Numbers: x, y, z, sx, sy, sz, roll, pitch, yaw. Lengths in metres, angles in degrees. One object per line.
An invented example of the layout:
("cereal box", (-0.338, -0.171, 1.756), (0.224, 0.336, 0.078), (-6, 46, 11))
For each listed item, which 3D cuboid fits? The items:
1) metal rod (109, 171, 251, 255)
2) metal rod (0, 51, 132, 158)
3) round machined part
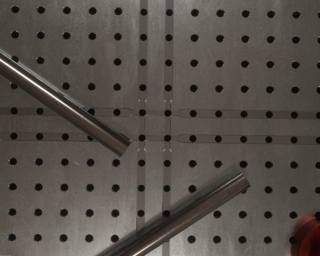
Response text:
("metal rod", (-0.013, 0.150, 0.413), (0.301, 0.025, 0.025), (-33, 90, -1))
("metal rod", (-0.169, -0.057, 0.411), (0.301, 0.025, 0.025), (35, 90, -1))
("round machined part", (0.231, 0.172, 0.408), (0.099, 0.042, 0.097), (0, 90, -1))
